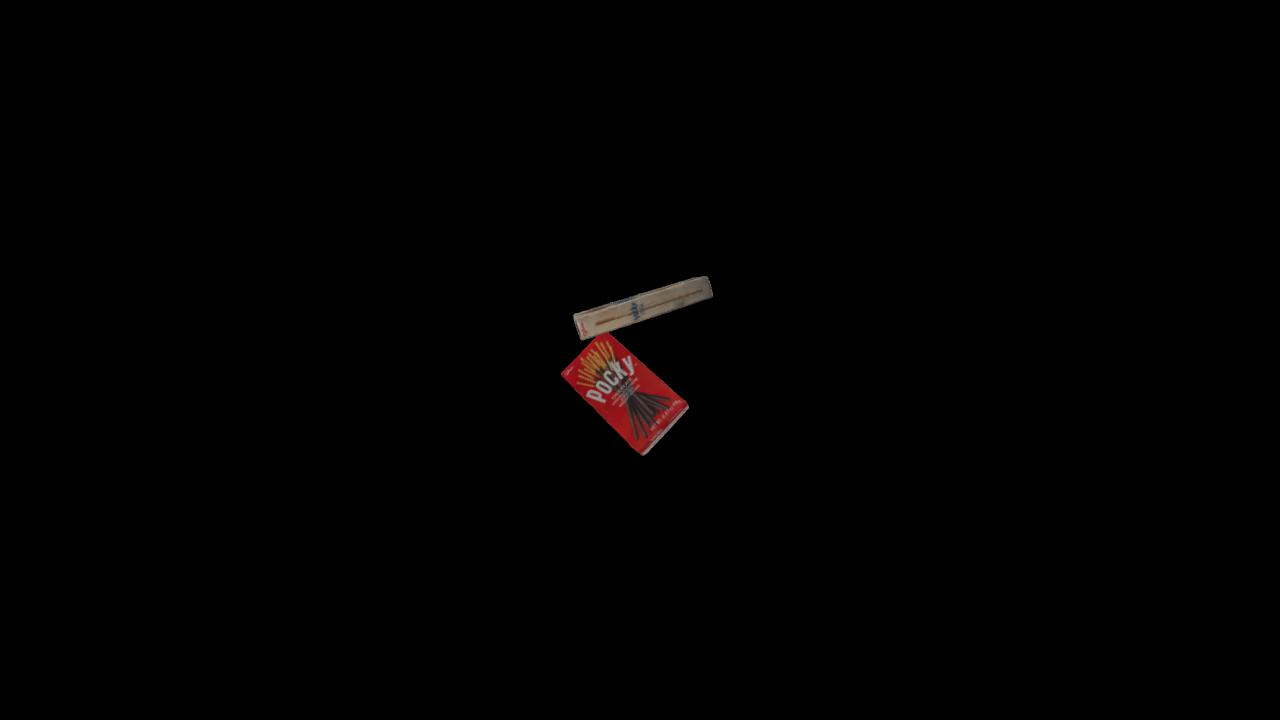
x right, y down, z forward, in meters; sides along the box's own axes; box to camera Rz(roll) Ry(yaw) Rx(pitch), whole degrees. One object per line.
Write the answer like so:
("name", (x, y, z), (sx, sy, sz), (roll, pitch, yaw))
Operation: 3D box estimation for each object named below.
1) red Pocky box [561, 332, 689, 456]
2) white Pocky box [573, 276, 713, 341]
("red Pocky box", (-0.022, 0.037, 0.749), (0.155, 0.083, 0.028), (41, -2, 30))
("white Pocky box", (0.001, -0.060, 0.701), (0.154, 0.028, 0.084), (-18, 9, -5))
